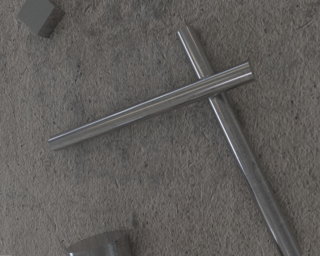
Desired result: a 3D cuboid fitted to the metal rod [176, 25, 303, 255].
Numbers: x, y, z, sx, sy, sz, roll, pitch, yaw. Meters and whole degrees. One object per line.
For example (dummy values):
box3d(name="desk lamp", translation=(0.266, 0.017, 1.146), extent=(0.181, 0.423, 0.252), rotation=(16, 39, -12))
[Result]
box3d(name="metal rod", translation=(0.092, 0.011, 0.376), extent=(0.025, 0.025, 0.299), rotation=(-26, 81, 18))

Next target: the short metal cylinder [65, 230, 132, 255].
box3d(name="short metal cylinder", translation=(-0.078, 0.173, 0.407), extent=(0.080, 0.080, 0.050), rotation=(-16, 85, 19))

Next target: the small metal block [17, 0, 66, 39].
box3d(name="small metal block", translation=(-0.182, -0.174, 0.473), extent=(0.050, 0.025, 0.050), rotation=(42, 103, 15))

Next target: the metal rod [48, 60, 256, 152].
box3d(name="metal rod", translation=(-0.028, -0.020, 0.402), extent=(0.300, 0.025, 0.025), rotation=(-19, 84, 25))
